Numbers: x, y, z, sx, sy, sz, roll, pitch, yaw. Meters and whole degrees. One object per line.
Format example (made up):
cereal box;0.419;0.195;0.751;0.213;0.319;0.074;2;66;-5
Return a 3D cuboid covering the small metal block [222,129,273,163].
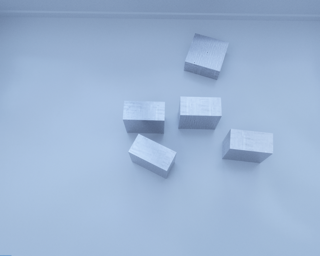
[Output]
small metal block;0.108;0.024;0.388;0.050;0.050;0.025;6;70;2

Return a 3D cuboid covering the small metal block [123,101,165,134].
small metal block;-0.019;-0.013;0.401;0.050;0.050;0.025;1;70;0

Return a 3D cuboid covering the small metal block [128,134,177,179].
small metal block;-0.009;0.036;0.383;0.050;0.050;0.025;26;72;9

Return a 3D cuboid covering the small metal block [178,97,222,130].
small metal block;0.050;-0.018;0.403;0.050;0.050;0.025;1;70;0

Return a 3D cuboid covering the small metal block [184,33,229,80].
small metal block;0.067;-0.103;0.448;0.050;0.025;0.050;18;71;6
